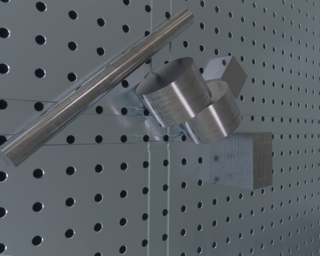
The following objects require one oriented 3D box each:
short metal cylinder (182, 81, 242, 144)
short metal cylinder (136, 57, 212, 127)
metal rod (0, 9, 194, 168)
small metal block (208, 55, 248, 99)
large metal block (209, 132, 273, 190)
[{"bbox_3d":[0.066,-0.022,0.429,0.080,0.080,0.050,-46,118,-30],"label":"short metal cylinder"},{"bbox_3d":[0.017,-0.046,0.388,0.080,0.080,0.050,-48,119,-29],"label":"short metal cylinder"},{"bbox_3d":[-0.053,-0.065,0.365,0.301,0.025,0.025,-46,118,-30],"label":"metal rod"},{"bbox_3d":[0.112,-0.081,0.503,0.050,0.025,0.050,45,63,-31],"label":"small metal block"},{"bbox_3d":[0.123,0.046,0.477,0.050,0.080,0.079,-1,91,-40],"label":"large metal block"}]
